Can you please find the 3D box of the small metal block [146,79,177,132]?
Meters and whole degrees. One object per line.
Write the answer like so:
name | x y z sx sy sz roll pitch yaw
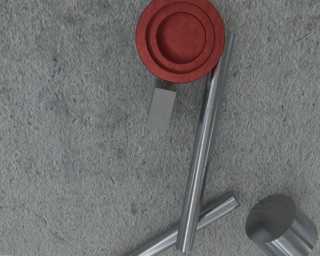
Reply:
small metal block | 0.001 -0.030 0.386 0.025 0.050 0.050 12 110 -5

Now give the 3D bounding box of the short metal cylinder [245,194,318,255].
short metal cylinder | 0.169 0.141 0.435 0.080 0.080 0.050 -42 105 13

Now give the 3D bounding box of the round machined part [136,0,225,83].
round machined part | 0.025 -0.103 0.357 0.098 0.042 0.097 3 109 10

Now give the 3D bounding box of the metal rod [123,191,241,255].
metal rod | -0.012 0.186 0.478 0.300 0.025 0.025 -34 107 11

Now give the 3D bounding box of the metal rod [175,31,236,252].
metal rod | 0.056 0.028 0.406 0.025 0.025 0.298 8 105 -3
